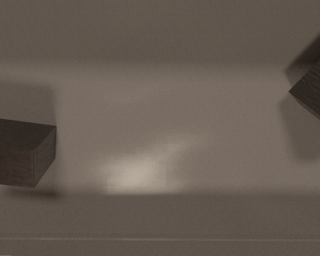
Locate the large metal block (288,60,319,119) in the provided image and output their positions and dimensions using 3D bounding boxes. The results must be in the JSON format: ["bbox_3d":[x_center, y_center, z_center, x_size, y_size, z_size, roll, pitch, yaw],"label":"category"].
[{"bbox_3d":[0.217,-0.042,0.362,0.080,0.080,0.050,-49,138,15],"label":"large metal block"}]

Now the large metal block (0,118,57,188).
[{"bbox_3d":[-0.184,0.029,0.390,0.081,0.080,0.050,8,110,-3],"label":"large metal block"}]
